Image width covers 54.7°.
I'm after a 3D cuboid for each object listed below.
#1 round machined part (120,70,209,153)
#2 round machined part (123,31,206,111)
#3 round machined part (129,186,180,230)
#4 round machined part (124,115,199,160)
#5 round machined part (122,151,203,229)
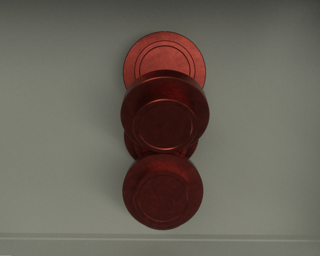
[{"bbox_3d":[0.005,-0.011,0.342,0.099,0.042,0.097,0,123,0],"label":"round machined part"},{"bbox_3d":[0.005,-0.065,0.365,0.099,0.042,0.097,0,94,-1],"label":"round machined part"},{"bbox_3d":[0.004,0.102,0.424,0.099,0.042,0.097,0,125,0],"label":"round machined part"},{"bbox_3d":[0.002,0.012,0.405,0.099,0.042,0.097,0,109,0],"label":"round machined part"},{"bbox_3d":[0.004,0.078,0.375,0.099,0.042,0.097,0,99,-1],"label":"round machined part"}]
